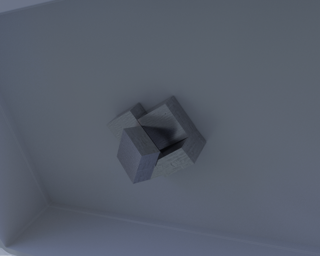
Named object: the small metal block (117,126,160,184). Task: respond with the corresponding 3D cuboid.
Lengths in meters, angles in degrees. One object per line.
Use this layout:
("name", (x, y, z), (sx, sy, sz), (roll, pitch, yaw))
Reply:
("small metal block", (-0.029, 0.033, 0.393), (0.050, 0.025, 0.050), (52, 138, 37))

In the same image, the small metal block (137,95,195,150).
("small metal block", (0.008, -0.006, 0.398), (0.050, 0.025, 0.050), (-28, 104, 37))

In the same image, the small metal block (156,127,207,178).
("small metal block", (0.026, 0.031, 0.395), (0.050, 0.050, 0.025), (-32, 101, 37))

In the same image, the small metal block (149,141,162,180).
("small metal block", (-0.008, 0.040, 0.434), (0.050, 0.025, 0.050), (-28, 104, 37))

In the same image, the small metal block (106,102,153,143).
("small metal block", (-0.037, 0.001, 0.425), (0.050, 0.025, 0.050), (-28, 104, 37))
